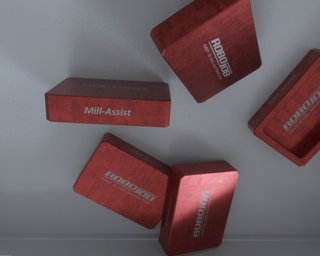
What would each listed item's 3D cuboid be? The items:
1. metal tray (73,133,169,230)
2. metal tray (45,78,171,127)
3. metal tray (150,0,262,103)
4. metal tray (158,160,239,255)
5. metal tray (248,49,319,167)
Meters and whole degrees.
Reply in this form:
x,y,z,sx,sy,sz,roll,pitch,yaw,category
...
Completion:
x,y,z,sx,sy,sz,roll,pitch,yaw,category
-0.042,0.077,0.436,0.130,0.030,0.090,31,107,-11,metal tray
-0.055,-0.033,0.363,0.131,0.090,0.030,3,110,-2,metal tray
0.057,-0.083,0.334,0.090,0.130,0.030,-32,63,11,metal tray
0.053,0.112,0.433,0.091,0.030,0.129,-1,112,-24,metal tray
0.192,-0.024,0.402,0.090,0.030,0.129,34,106,-12,metal tray
